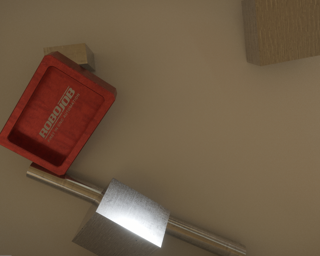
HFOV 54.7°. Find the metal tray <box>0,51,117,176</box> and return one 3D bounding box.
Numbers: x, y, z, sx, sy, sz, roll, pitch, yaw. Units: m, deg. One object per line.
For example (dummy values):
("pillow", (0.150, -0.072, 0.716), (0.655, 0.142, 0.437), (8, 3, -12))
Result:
("metal tray", (-0.124, -0.015, 0.379), (0.090, 0.030, 0.129), (32, 106, -15))

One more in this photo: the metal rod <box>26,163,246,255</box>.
("metal rod", (-0.030, 0.111, 0.411), (0.301, 0.025, 0.025), (22, 90, -1))

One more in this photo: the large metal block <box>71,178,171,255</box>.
("large metal block", (-0.047, 0.118, 0.371), (0.080, 0.050, 0.080), (32, 128, -8))

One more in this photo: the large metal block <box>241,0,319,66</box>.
("large metal block", (0.153, -0.127, 0.390), (0.080, 0.050, 0.079), (-11, 108, 0))

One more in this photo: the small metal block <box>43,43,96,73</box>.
("small metal block", (-0.114, -0.087, 0.397), (0.050, 0.050, 0.025), (-7, 90, -1))
